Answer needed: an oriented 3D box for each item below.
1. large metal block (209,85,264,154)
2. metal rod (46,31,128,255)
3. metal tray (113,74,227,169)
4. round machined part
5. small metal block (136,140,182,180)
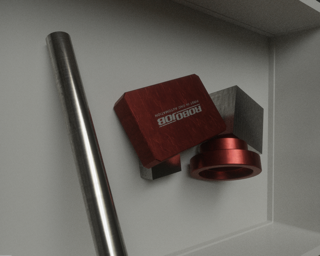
[{"bbox_3d":[0.117,-0.007,0.481,0.080,0.050,0.080,30,59,-36],"label":"large metal block"},{"bbox_3d":[-0.061,0.044,0.280,0.025,0.025,0.299,-4,69,-40],"label":"metal rod"},{"bbox_3d":[0.017,-0.014,0.398,0.131,0.030,0.090,-22,80,-38],"label":"metal tray"},{"bbox_3d":[0.092,0.045,0.443,0.099,0.098,0.042,19,61,-39],"label":"round machined part"},{"bbox_3d":[-0.001,0.037,0.408,0.050,0.025,0.050,-10,97,-40],"label":"small metal block"}]
